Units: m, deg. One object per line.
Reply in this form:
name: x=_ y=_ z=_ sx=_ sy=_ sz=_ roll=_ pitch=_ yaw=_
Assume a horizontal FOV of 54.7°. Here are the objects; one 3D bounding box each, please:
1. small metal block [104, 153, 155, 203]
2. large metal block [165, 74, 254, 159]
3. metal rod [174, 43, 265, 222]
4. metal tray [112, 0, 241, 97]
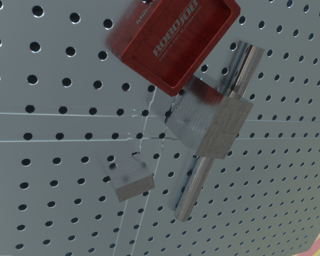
small metal block: x=-0.041 y=0.065 z=0.415 sx=0.050 sy=0.050 sz=0.025 roll=-20 pitch=126 yaw=-17
large metal block: x=0.060 y=-0.017 z=0.400 sx=0.050 sy=0.080 sz=0.079 roll=10 pitch=113 yaw=-33
metal rod: x=0.082 y=0.020 z=0.470 sx=0.025 sy=0.025 sz=0.298 roll=6 pitch=116 yaw=-31
metal tray: x=0.020 y=-0.111 z=0.351 sx=0.090 sy=0.030 sz=0.130 roll=31 pitch=101 yaw=-39
